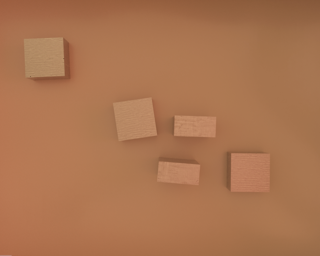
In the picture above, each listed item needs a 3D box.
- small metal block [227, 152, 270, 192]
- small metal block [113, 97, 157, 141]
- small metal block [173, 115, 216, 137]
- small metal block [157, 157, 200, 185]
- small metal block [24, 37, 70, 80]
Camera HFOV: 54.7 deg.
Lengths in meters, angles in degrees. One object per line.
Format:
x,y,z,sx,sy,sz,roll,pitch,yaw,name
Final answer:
0.117,0.058,0.412,0.050,0.025,0.050,1,90,0,small metal block
-0.032,-0.011,0.411,0.050,0.025,0.050,-8,90,0,small metal block
0.043,-0.002,0.399,0.050,0.050,0.025,2,90,0,small metal block
0.023,0.054,0.399,0.050,0.050,0.025,5,90,0,small metal block
-0.149,-0.091,0.410,0.050,0.025,0.050,-2,90,0,small metal block
